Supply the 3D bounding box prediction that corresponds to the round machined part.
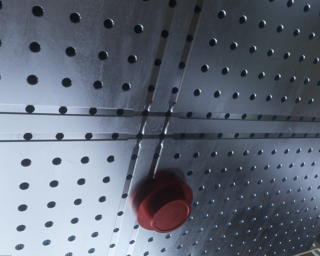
[{"bbox_3d":[0.010,0.125,0.485,0.099,0.042,0.097,-14,125,-21],"label":"round machined part"}]
